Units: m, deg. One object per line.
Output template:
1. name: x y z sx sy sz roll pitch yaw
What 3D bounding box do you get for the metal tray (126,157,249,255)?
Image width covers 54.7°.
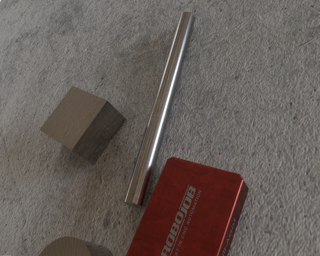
1. metal tray: 0.028 0.102 0.323 0.090 0.030 0.130 12 67 32

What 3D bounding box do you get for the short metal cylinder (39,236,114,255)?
1. short metal cylinder: -0.092 0.164 0.334 0.080 0.050 0.080 -13 56 20

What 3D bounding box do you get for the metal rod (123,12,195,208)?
1. metal rod: 0.006 -0.041 0.424 0.025 0.025 0.300 2 62 28

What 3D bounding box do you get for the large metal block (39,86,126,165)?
1. large metal block: -0.111 -0.005 0.448 0.080 0.050 0.080 24 74 36
